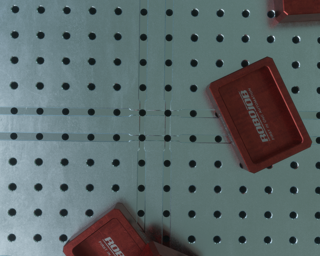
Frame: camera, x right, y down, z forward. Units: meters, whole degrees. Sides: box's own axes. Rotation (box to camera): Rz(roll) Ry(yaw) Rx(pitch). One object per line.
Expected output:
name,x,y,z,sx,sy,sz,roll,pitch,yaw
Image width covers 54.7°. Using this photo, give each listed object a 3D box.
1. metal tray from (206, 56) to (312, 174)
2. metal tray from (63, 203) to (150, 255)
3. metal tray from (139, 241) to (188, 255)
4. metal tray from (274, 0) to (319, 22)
metal tray,0.130,-0.017,0.412,0.090,0.030,0.129,-25,90,-1
metal tray,-0.052,0.178,0.410,0.090,0.030,0.130,-37,90,-1
metal tray,-0.007,0.218,0.392,0.090,0.030,0.130,31,92,-22
metal tray,0.200,-0.213,0.413,0.091,0.030,0.129,-4,90,-1
